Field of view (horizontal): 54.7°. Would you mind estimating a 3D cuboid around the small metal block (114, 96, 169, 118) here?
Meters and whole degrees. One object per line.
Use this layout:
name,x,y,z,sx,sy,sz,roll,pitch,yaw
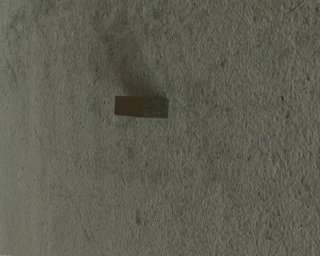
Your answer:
small metal block,-0.024,-0.027,0.407,0.050,0.050,0.025,7,95,39
